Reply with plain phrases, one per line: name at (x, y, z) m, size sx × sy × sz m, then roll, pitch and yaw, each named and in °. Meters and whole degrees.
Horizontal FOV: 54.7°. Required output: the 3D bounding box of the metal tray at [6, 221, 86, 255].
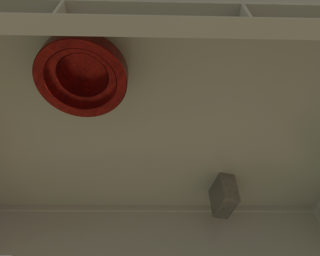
metal tray at (-0.222, 0.235, 0.605) m, size 0.130 × 0.030 × 0.090 m, roll -33°, pitch 123°, yaw 25°

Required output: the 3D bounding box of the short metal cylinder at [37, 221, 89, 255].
short metal cylinder at (-0.169, 0.212, 0.539) m, size 0.081 × 0.050 × 0.079 m, roll -8°, pitch 110°, yaw -23°

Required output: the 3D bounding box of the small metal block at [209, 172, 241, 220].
small metal block at (0.100, 0.106, 0.485) m, size 0.025 × 0.050 × 0.050 m, roll 11°, pitch 129°, yaw -10°

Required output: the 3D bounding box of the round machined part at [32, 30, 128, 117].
round machined part at (-0.084, -0.063, 0.343) m, size 0.099 × 0.042 × 0.097 m, roll -1°, pitch 130°, yaw 0°
